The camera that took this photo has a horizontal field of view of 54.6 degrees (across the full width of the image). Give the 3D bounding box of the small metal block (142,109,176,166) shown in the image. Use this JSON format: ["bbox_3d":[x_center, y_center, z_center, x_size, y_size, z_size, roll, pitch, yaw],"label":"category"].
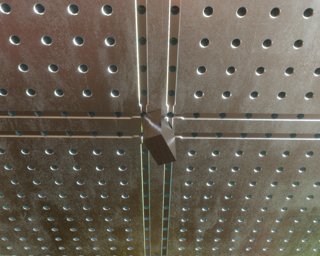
[{"bbox_3d":[0.000,0.012,0.405,0.025,0.050,0.050,-18,128,14],"label":"small metal block"}]
